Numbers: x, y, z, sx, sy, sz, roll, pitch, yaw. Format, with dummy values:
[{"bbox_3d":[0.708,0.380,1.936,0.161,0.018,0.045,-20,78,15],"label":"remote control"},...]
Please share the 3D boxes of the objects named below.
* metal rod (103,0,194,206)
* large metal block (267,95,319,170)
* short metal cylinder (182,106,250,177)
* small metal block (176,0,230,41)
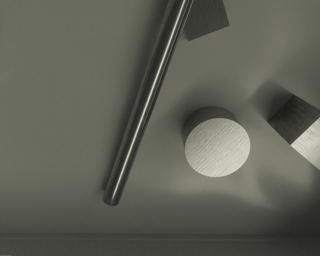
[{"bbox_3d":[-0.022,-0.022,0.388,0.025,0.025,0.298,18,114,-7],"label":"metal rod"},{"bbox_3d":[0.194,0.011,0.389,0.080,0.080,0.050,37,106,-13],"label":"large metal block"},{"bbox_3d":[0.071,0.017,0.405,0.081,0.050,0.079,0,110,-1],"label":"short metal cylinder"},{"bbox_3d":[0.048,-0.135,0.362,0.050,0.025,0.050,-20,109,7],"label":"small metal block"}]
